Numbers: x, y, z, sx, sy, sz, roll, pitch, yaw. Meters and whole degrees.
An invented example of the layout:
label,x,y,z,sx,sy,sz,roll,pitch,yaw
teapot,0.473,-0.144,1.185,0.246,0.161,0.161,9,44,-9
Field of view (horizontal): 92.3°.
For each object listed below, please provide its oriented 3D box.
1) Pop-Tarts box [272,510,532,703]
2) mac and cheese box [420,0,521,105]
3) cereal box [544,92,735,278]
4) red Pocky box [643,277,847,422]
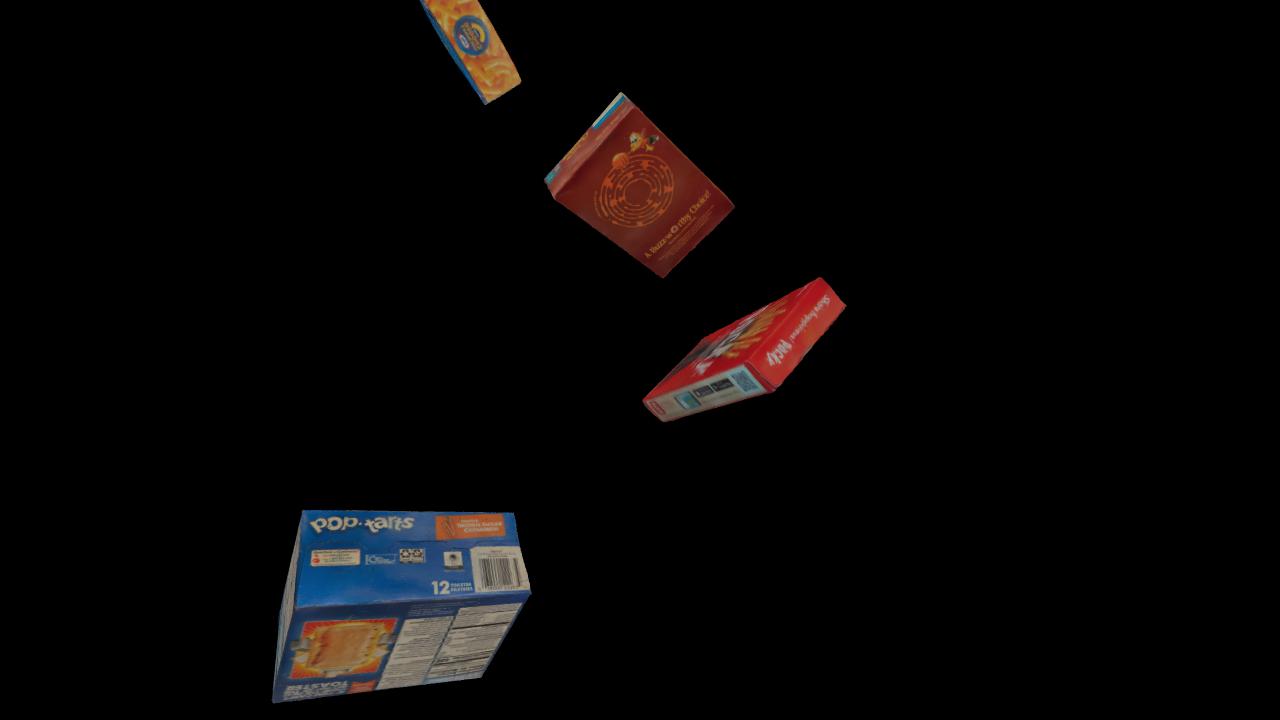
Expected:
label,x,y,z,sx,sy,sz,roll,pitch,yaw
Pop-Tarts box,-0.196,0.198,0.504,0.167,0.141,0.083,9,36,-29
mac and cheese box,-0.152,-0.282,0.532,0.041,0.093,0.184,-31,33,-1
cereal box,0.006,-0.305,1.126,0.306,0.203,0.081,30,24,-41
red Pocky box,0.064,-0.001,0.424,0.083,0.028,0.155,-43,6,-25
